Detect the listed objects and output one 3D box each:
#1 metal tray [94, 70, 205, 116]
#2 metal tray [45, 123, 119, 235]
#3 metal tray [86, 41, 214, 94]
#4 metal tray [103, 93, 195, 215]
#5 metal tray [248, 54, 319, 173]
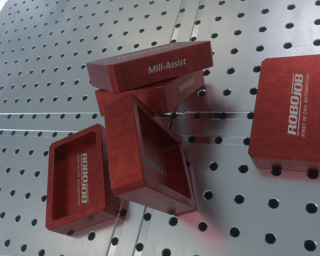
[{"bbox_3d":[-0.007,-0.052,0.392,0.090,0.030,0.131,0,22,28],"label":"metal tray"},{"bbox_3d":[-0.107,0.066,0.421,0.090,0.030,0.130,-22,53,15],"label":"metal tray"},{"bbox_3d":[-0.013,-0.077,0.376,0.131,0.030,0.090,-19,21,-23],"label":"metal tray"},{"bbox_3d":[-0.006,0.033,0.318,0.030,0.130,0.090,-20,61,17],"label":"metal tray"},{"bbox_3d":[0.152,-0.019,0.337,0.090,0.030,0.130,2,62,29],"label":"metal tray"}]
